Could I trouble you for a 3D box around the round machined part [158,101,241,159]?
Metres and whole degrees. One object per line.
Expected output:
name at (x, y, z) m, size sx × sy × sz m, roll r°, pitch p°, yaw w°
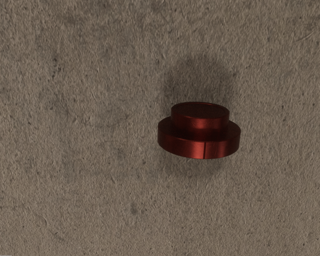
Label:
round machined part at (0.047, -0.003, 0.370) m, size 0.099 × 0.098 × 0.042 m, roll 1°, pitch 110°, yaw -1°
